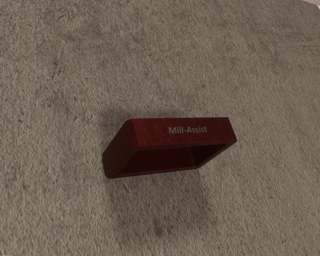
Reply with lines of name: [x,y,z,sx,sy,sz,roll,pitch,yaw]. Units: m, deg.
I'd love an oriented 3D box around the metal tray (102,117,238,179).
metal tray: [0.010,0.023,0.355,0.131,0.090,0.030,-2,63,-30]
